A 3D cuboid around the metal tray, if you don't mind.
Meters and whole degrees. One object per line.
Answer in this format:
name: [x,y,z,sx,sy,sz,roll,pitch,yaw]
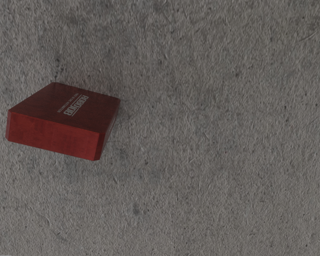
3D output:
metal tray: [-0.098,-0.014,0.348,0.090,0.130,0.030,14,110,-5]
